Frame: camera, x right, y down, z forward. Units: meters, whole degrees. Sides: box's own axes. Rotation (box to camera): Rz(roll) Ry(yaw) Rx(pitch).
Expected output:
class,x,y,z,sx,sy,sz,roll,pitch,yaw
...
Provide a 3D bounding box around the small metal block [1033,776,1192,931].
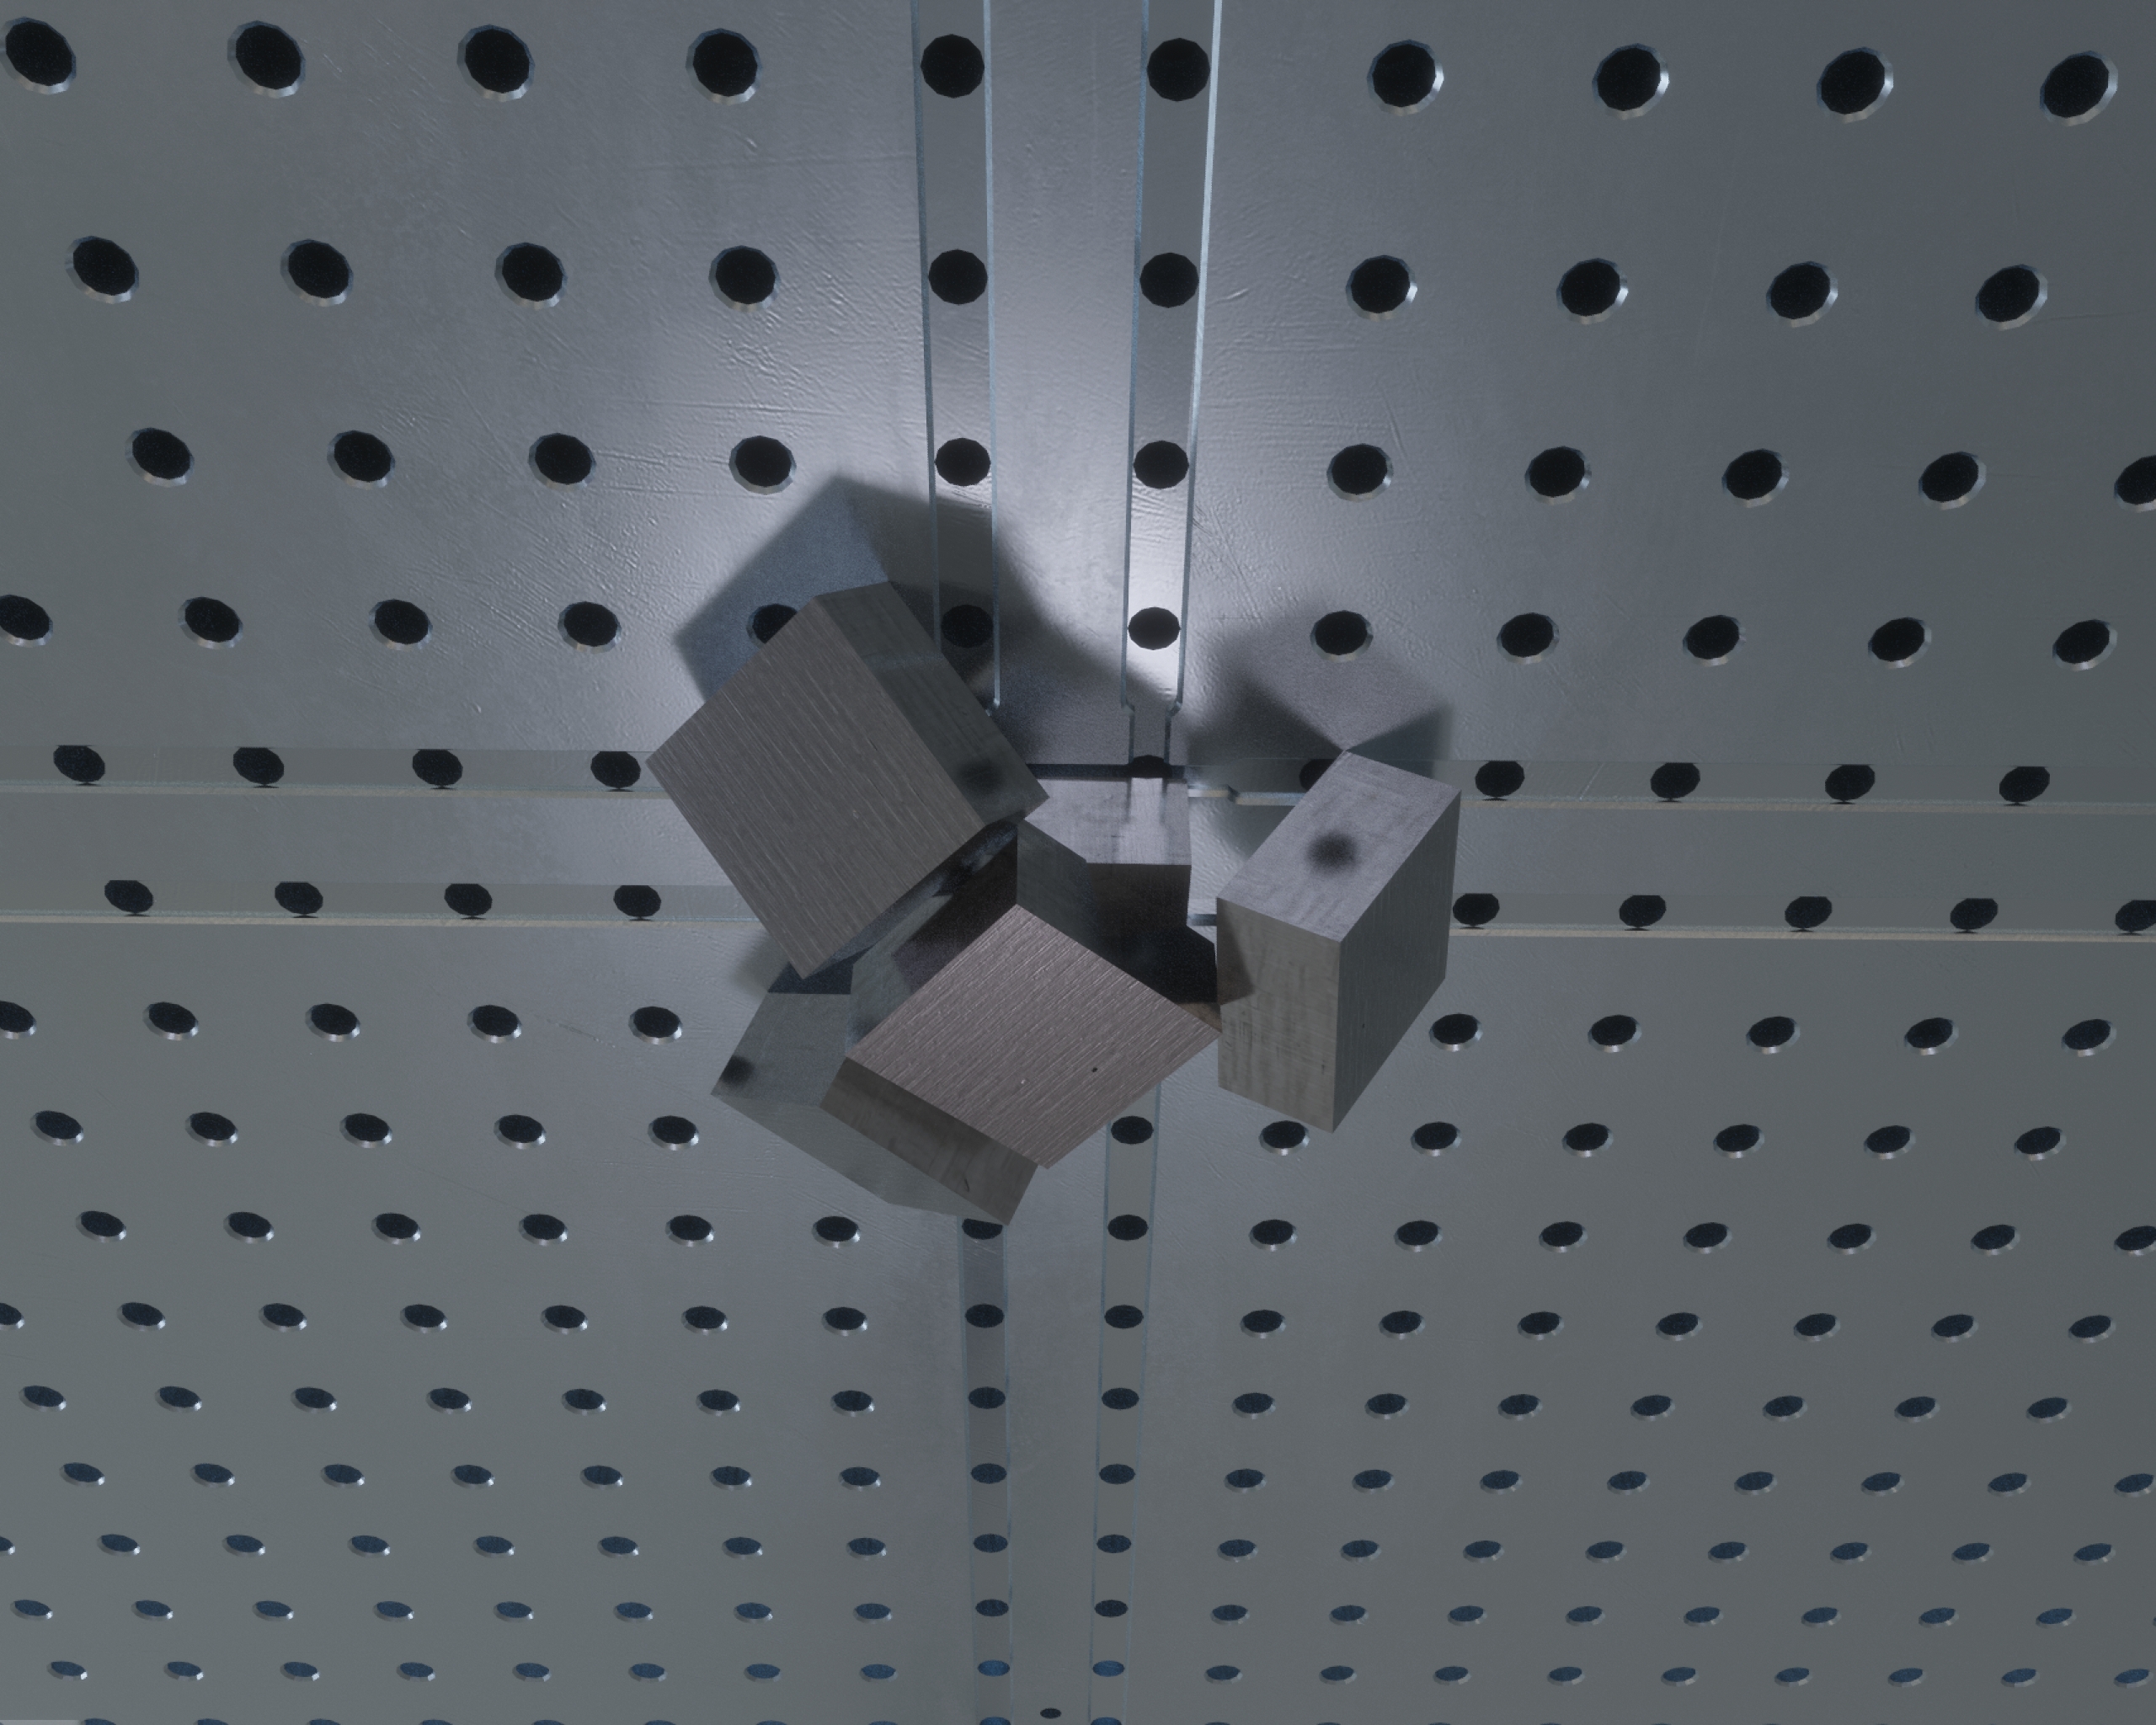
class,x,y,z,sx,sy,sz,roll,pitch,yaw
small metal block,-0.004,0.010,0.420,0.050,0.025,0.050,1,133,-1

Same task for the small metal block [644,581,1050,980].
class,x,y,z,sx,sy,sz,roll,pitch,yaw
small metal block,-0.042,-0.015,0.382,0.050,0.025,0.050,-39,85,28

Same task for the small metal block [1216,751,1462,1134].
class,x,y,z,sx,sy,sz,roll,pitch,yaw
small metal block,0.050,0.015,0.404,0.025,0.050,0.050,21,136,26

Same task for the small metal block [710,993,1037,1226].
class,x,y,z,sx,sy,sz,roll,pitch,yaw
small metal block,-0.041,0.051,0.438,0.050,0.025,0.050,37,158,-27

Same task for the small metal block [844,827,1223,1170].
class,x,y,z,sx,sy,sz,roll,pitch,yaw
small metal block,-0.009,0.026,0.400,0.050,0.025,0.050,33,122,-26
